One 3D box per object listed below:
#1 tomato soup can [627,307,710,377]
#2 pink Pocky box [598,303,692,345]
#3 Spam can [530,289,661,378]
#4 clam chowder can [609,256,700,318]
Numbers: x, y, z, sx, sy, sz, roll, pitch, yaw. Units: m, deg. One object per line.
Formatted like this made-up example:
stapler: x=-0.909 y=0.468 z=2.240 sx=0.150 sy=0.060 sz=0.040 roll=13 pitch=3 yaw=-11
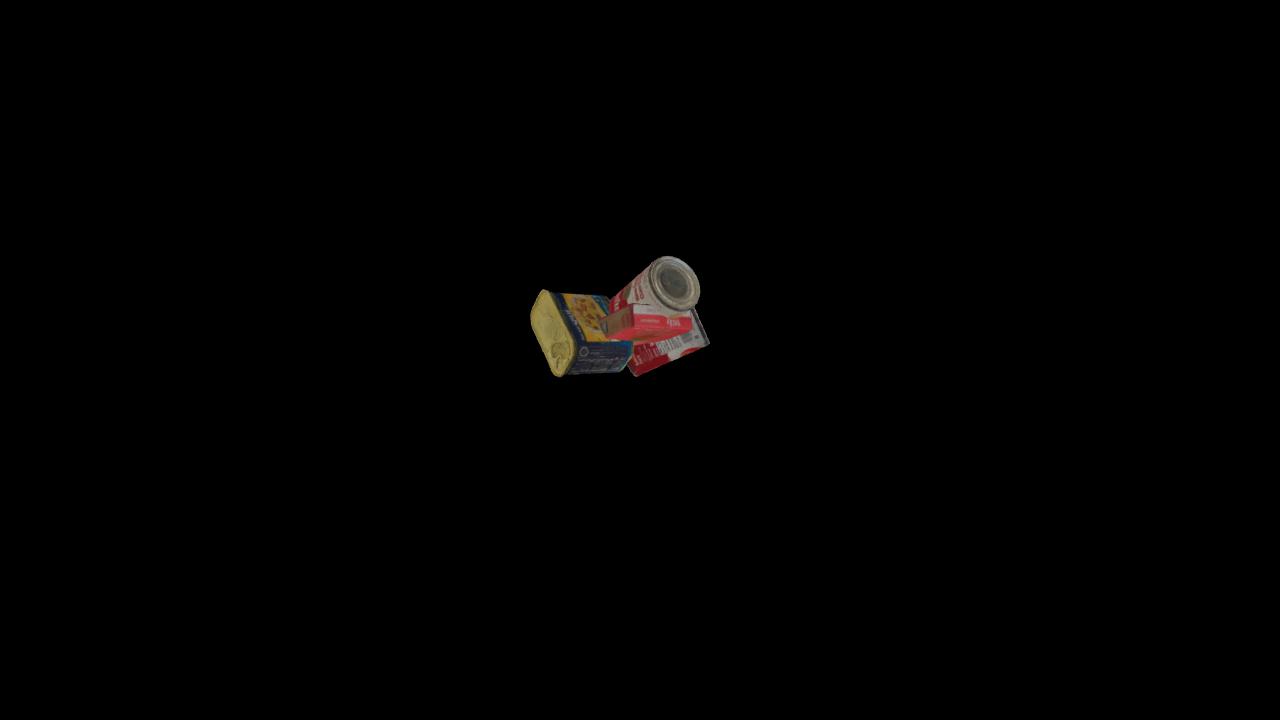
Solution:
tomato soup can: x=0.027 y=-0.030 z=0.755 sx=0.101 sy=0.068 sz=0.068 roll=-24 pitch=-3 yaw=8
pink Pocky box: x=-0.019 y=-0.031 z=0.723 sx=0.084 sy=0.029 sz=0.155 roll=1 pitch=-13 yaw=-37
Spam can: x=-0.066 y=-0.031 z=0.708 sx=0.085 sy=0.101 sz=0.058 roll=-2 pitch=-40 yaw=-38
clam chowder can: x=0.014 y=-0.066 z=0.700 sx=0.068 sy=0.068 sz=0.102 roll=0 pitch=-20 yaw=-33
